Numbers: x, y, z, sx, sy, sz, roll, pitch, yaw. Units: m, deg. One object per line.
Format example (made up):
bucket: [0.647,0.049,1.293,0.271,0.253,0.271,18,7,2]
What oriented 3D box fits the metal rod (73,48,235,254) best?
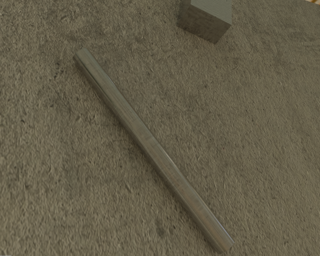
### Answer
metal rod: [-0.013,0.021,0.383,0.025,0.025,0.300,-31,79,-38]

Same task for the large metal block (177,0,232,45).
large metal block: [0.081,-0.210,0.559,0.080,0.050,0.080,20,54,-17]
